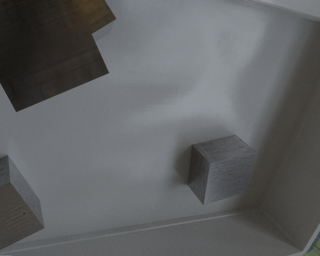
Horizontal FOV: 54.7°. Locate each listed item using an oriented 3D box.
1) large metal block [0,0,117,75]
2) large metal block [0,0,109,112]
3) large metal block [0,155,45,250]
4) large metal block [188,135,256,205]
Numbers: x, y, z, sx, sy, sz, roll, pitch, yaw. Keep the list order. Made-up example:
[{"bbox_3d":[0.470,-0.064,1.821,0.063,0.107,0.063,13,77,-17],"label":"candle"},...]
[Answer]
[{"bbox_3d":[-0.088,-0.087,0.262,0.080,0.080,0.050,-34,105,-6],"label":"large metal block"},{"bbox_3d":[-0.073,-0.060,0.187,0.050,0.080,0.080,-25,104,-8],"label":"large metal block"},{"bbox_3d":[-0.188,0.090,0.345,0.080,0.050,0.080,-25,128,-13],"label":"large metal block"},{"bbox_3d":[0.094,0.064,0.483,0.081,0.050,0.079,-11,123,-22],"label":"large metal block"}]
